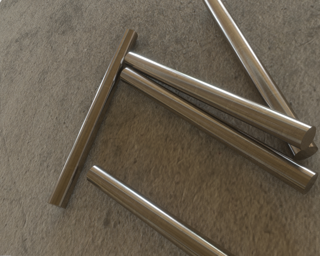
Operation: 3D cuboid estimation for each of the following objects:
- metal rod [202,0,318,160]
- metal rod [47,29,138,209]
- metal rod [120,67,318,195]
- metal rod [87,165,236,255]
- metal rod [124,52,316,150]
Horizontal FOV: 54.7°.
[{"bbox_3d":[0.112,-0.090,0.399,0.025,0.025,0.299,-25,53,12],"label":"metal rod"},{"bbox_3d":[-0.093,-0.028,0.467,0.025,0.025,0.300,5,64,30],"label":"metal rod"},{"bbox_3d":[0.046,-0.014,0.387,0.300,0.025,0.025,35,81,38],"label":"metal rod"},{"bbox_3d":[0.024,0.111,0.322,0.300,0.025,0.025,25,75,36],"label":"metal rod"},{"bbox_3d":[0.046,-0.050,0.391,0.025,0.025,0.300,-50,47,-7],"label":"metal rod"}]
